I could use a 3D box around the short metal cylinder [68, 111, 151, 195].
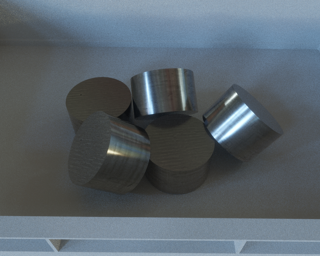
[{"bbox_3d":[-0.056,0.028,0.335,0.050,0.080,0.080,24,37,-38],"label":"short metal cylinder"}]

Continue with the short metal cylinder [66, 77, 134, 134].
[{"bbox_3d":[-0.076,-0.021,0.402,0.081,0.050,0.080,0,50,0],"label":"short metal cylinder"}]

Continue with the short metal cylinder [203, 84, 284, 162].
[{"bbox_3d":[0.097,-0.006,0.367,0.080,0.050,0.080,35,26,-19],"label":"short metal cylinder"}]

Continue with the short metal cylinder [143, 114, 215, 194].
[{"bbox_3d":[0.020,0.030,0.362,0.081,0.050,0.080,0,50,0],"label":"short metal cylinder"}]

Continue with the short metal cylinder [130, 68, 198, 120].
[{"bbox_3d":[0.005,-0.040,0.391,0.081,0.080,0.050,-6,86,-6],"label":"short metal cylinder"}]
